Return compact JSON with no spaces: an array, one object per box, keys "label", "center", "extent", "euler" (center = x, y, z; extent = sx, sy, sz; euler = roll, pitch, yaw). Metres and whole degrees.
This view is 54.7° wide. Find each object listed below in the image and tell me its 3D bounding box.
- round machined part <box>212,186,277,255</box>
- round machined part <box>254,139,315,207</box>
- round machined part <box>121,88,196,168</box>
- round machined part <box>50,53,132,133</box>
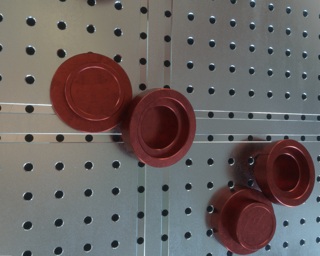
[{"label":"round machined part","center":[0.129,0.138,0.453],"extent":[0.099,0.042,0.097],"euler":[0,90,-21]},{"label":"round machined part","center":[0.183,0.067,0.468],"extent":[0.099,0.042,0.097],"euler":[4,81,-26]},{"label":"round machined part","center":[-0.005,-0.002,0.395],"extent":[0.099,0.042,0.097],"euler":[-5,100,-33]},{"label":"round machined part","center":[-0.081,-0.042,0.374],"extent":[0.099,0.042,0.097],"euler":[0,90,-21]}]
